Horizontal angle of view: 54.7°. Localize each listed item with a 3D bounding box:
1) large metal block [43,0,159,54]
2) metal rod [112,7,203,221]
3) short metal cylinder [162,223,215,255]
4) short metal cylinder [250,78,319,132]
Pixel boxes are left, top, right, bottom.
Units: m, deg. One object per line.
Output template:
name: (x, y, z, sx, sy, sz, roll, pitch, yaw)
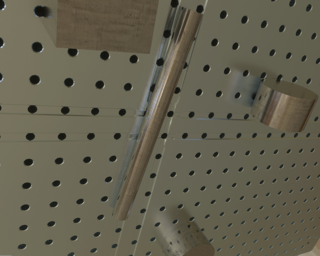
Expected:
large metal block: (-0.057, -0.105, 0.279, 0.081, 0.080, 0.050, -3, 120, -27)
metal rod: (-0.011, -0.002, 0.403, 0.025, 0.025, 0.298, 6, 115, -31)
short metal cylinder: (0.051, 0.220, 0.559, 0.081, 0.050, 0.079, -14, 124, -21)
short metal cylinder: (0.179, -0.035, 0.452, 0.081, 0.080, 0.050, -2, 119, -28)
